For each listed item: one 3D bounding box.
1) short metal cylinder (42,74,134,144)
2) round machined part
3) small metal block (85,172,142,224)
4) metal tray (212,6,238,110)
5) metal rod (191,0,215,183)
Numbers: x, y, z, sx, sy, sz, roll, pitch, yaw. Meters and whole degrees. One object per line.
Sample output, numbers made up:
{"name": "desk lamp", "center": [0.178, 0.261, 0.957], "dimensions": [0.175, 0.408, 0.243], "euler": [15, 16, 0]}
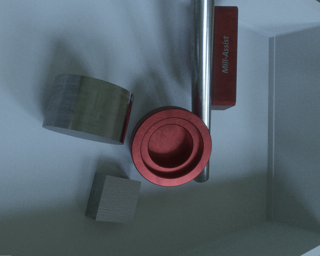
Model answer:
{"name": "short metal cylinder", "center": [-0.071, -0.016, 0.313], "dimensions": [0.080, 0.080, 0.050], "euler": [19, 78, -39]}
{"name": "round machined part", "center": [0.011, 0.020, 0.389], "dimensions": [0.099, 0.042, 0.097], "euler": [-2, 103, -11]}
{"name": "small metal block", "center": [-0.054, 0.082, 0.363], "dimensions": [0.050, 0.025, 0.050], "euler": [20, 78, -39]}
{"name": "metal tray", "center": [0.085, -0.093, 0.439], "dimensions": [0.030, 0.090, 0.129], "euler": [2, 89, 2]}
{"name": "metal rod", "center": [0.051, -0.051, 0.380], "dimensions": [0.025, 0.025, 0.298], "euler": [-33, 133, -35]}
